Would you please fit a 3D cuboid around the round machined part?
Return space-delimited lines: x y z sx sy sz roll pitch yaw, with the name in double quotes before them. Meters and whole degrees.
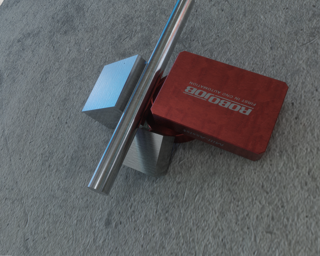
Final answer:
"round machined part" 0.024 -0.033 0.402 0.098 0.042 0.098 -13 56 21

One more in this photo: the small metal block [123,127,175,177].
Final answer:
"small metal block" -0.014 0.028 0.383 0.050 0.025 0.050 17 96 35

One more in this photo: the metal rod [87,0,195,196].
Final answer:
"metal rod" -0.015 -0.059 0.395 0.025 0.025 0.300 8 63 31

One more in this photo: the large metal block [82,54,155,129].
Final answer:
"large metal block" -0.052 -0.047 0.432 0.080 0.050 0.080 -3 58 47

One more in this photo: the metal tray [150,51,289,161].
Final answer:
"metal tray" 0.067 -0.028 0.356 0.130 0.030 0.090 21 73 14
